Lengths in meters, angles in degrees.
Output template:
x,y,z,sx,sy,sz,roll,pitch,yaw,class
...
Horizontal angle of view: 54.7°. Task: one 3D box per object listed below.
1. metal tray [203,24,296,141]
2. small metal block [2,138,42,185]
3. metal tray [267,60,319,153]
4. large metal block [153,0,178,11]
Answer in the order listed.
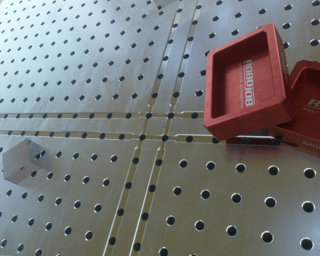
x,y,z,sx,sy,sz,roll,pitch,yaw,class
0.099,-0.055,0.360,0.090,0.030,0.130,-20,44,33,metal tray
-0.218,0.052,0.488,0.050,0.025,0.050,-32,52,7,small metal block
0.188,-0.015,0.315,0.130,0.030,0.090,23,74,36,metal tray
0.015,-0.268,0.547,0.080,0.050,0.080,-25,53,12,large metal block
